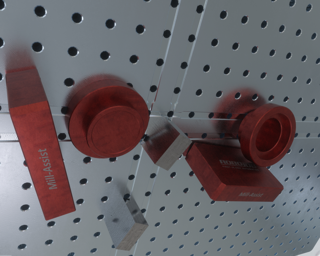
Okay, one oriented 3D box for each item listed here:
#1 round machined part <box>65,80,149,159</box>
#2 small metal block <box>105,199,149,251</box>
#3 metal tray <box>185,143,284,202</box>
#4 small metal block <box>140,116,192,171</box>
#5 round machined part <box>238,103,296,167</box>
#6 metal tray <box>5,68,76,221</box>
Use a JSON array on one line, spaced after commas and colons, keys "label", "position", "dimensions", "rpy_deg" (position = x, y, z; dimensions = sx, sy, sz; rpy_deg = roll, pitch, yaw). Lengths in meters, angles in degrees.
[{"label": "round machined part", "position": [-0.058, -0.004, 0.366], "dimensions": [0.099, 0.042, 0.097], "rpy_deg": [-14, 124, -21]}, {"label": "small metal block", "position": [-0.050, 0.142, 0.456], "dimensions": [0.025, 0.050, 0.050], "rpy_deg": [27, 104, -37]}, {"label": "metal tray", "position": [0.113, 0.068, 0.470], "dimensions": [0.131, 0.090, 0.030], "rpy_deg": [9, 121, -33]}, {"label": "small metal block", "position": [0.007, 0.020, 0.411], "dimensions": [0.025, 0.050, 0.050], "rpy_deg": [33, 100, -38]}, {"label": "round machined part", "position": [0.162, 0.008, 0.486], "dimensions": [0.099, 0.042, 0.097], "rpy_deg": [-11, 113, -28]}, {"label": "metal tray", "position": [-0.120, 0.016, 0.313], "dimensions": [0.030, 0.090, 0.129], "rpy_deg": [-15, 125, -20]}]
